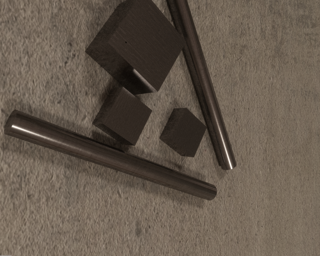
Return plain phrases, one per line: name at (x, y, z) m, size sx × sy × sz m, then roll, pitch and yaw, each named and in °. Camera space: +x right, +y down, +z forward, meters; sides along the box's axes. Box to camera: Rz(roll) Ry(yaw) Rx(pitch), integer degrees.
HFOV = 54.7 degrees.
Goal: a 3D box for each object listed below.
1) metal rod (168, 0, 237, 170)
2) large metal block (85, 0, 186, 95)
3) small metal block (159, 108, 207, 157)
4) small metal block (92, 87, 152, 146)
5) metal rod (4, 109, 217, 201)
metal rod at (0.062, -0.073, 0.459) m, size 0.025 × 0.025 × 0.298 m, roll -32°, pitch 110°, yaw -36°
large metal block at (-0.026, -0.097, 0.368) m, size 0.080 × 0.050 × 0.080 m, roll 42°, pitch 64°, yaw -32°
small metal block at (0.033, 0.007, 0.435) m, size 0.050 × 0.025 × 0.050 m, roll 40°, pitch 66°, yaw -33°
small metal block at (-0.044, -0.013, 0.370) m, size 0.050 × 0.025 × 0.050 m, roll 39°, pitch 66°, yaw -34°
metal rod at (-0.031, 0.046, 0.380) m, size 0.301 × 0.025 × 0.025 m, roll 26°, pitch 74°, yaw -37°
